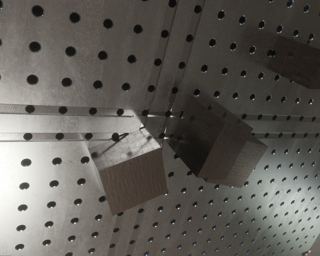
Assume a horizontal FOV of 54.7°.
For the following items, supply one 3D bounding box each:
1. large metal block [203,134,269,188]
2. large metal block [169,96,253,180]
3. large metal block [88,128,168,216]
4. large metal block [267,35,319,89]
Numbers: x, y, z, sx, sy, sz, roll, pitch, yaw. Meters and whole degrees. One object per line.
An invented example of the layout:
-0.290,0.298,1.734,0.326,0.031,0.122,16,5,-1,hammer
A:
0.106,0.042,0.482,0.081,0.050,0.080,16,110,-35,large metal block
0.065,0.013,0.421,0.050,0.080,0.079,10,113,-33,large metal block
-0.041,0.057,0.410,0.081,0.050,0.079,-20,127,-17,large metal block
0.217,-0.093,0.440,0.081,0.080,0.050,-2,119,-28,large metal block
